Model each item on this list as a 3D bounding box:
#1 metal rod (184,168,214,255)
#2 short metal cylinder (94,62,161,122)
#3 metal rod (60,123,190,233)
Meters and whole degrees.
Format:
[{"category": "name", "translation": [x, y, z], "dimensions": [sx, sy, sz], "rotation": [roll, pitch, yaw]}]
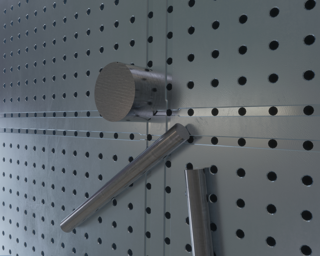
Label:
[{"category": "metal rod", "translation": [0.055, 0.197, 0.363], "dimensions": [0.025, 0.025, 0.298], "rotation": [-9, 84, 39]}, {"category": "short metal cylinder", "translation": [-0.046, -0.048, 0.431], "dimensions": [0.080, 0.050, 0.079], "rotation": [0, 90, 40]}, {"category": "metal rod", "translation": [-0.068, 0.088, 0.465], "dimensions": [0.299, 0.025, 0.025], "rotation": [-41, 65, 32]}]
